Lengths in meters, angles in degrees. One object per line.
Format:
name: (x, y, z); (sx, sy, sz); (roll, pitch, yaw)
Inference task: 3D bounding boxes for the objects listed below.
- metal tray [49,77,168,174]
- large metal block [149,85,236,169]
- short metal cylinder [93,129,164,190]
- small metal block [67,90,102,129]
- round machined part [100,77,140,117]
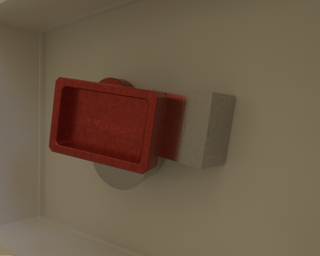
metal tray: (-0.063, -0.006, 0.359); (0.130, 0.030, 0.089); (11, 97, 19)
large metal block: (0.033, -0.004, 0.358); (0.080, 0.050, 0.079); (13, 98, 39)
short metal cylinder: (-0.041, 0.034, 0.405); (0.080, 0.050, 0.079); (7, 106, 26)
small metal block: (-0.108, -0.025, 0.420); (0.025, 0.050, 0.050); (16, 100, 38)
round machined part: (-0.078, -0.026, 0.455); (0.098, 0.042, 0.097); (0, 90, 39)
